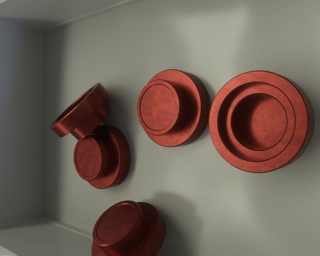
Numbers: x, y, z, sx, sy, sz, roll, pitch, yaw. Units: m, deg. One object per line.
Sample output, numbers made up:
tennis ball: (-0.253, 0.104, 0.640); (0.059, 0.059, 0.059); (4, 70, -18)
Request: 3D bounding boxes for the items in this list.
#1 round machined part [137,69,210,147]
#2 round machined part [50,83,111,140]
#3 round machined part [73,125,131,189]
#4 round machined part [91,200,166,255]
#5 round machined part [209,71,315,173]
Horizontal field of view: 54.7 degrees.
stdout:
round machined part: (0.010, -0.025, 0.386); (0.098, 0.042, 0.097); (0, 90, 39)
round machined part: (-0.112, -0.020, 0.462); (0.098, 0.098, 0.042); (-28, 112, 36)
round machined part: (-0.094, 0.044, 0.471); (0.098, 0.042, 0.097); (0, 90, 39)
round machined part: (-0.045, 0.131, 0.393); (0.098, 0.098, 0.042); (-6, 125, 39)
round machined part: (0.102, -0.006, 0.310); (0.098, 0.042, 0.097); (0, 90, 39)
